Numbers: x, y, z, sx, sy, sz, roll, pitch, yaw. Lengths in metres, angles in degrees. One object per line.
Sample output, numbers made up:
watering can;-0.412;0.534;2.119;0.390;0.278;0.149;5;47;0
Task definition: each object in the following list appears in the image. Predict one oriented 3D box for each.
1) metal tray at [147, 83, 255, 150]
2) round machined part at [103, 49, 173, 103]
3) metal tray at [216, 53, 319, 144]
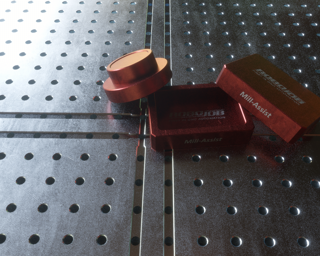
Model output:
metal tray;0.050;-0.019;0.420;0.131;0.030;0.090;-4;50;-4
round machined part;-0.036;-0.078;0.435;0.098;0.042;0.098;-17;28;10
metal tray;0.152;-0.045;0.419;0.091;0.030;0.130;-26;61;-39
